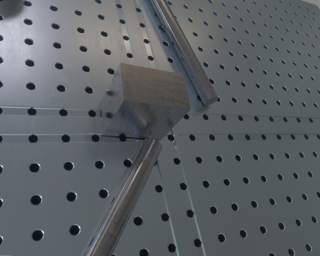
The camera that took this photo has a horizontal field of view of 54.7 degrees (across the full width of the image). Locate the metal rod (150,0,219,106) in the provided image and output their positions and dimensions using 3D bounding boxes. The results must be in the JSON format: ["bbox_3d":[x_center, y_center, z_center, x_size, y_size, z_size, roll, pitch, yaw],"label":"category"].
[{"bbox_3d":[0.020,-0.170,0.522,0.025,0.025,0.299,-12,68,-33],"label":"metal rod"}]

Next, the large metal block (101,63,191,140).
[{"bbox_3d":[-0.021,-0.028,0.379,0.081,0.080,0.050,6,59,-26],"label":"large metal block"}]

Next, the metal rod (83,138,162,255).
[{"bbox_3d":[-0.062,0.126,0.297,0.025,0.025,0.301,33,51,-7],"label":"metal rod"}]
